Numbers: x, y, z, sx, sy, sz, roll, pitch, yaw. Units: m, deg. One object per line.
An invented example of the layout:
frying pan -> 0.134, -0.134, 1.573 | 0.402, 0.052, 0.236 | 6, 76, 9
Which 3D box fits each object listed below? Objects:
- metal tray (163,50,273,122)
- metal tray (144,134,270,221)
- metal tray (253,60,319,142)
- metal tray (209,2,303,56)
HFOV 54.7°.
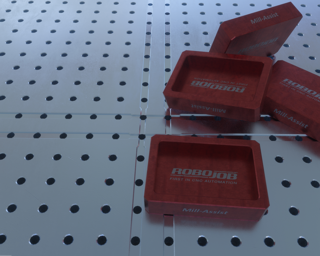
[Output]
metal tray -> 0.081, -0.062, 0.431 | 0.130, 0.030, 0.090 | 11, 60, 23
metal tray -> 0.051, 0.054, 0.359 | 0.131, 0.030, 0.090 | 4, 50, 2
metal tray -> 0.205, -0.040, 0.440 | 0.130, 0.030, 0.090 | 33, 57, 24
metal tray -> 0.142, -0.137, 0.478 | 0.131, 0.090, 0.030 | -22, 69, -18
